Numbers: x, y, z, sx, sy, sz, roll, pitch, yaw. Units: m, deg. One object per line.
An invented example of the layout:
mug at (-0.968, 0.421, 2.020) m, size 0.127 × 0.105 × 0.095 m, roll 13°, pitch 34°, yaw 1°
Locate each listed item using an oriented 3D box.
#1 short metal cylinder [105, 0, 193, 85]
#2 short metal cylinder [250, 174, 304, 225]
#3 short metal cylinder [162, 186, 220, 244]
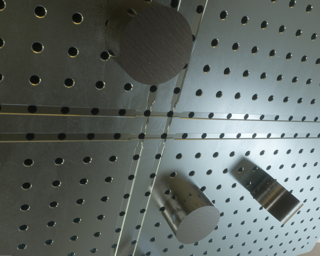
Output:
short metal cylinder at (-0.013, -0.093, 0.331) m, size 0.081 × 0.050 × 0.079 m, roll -14°, pitch 124°, yaw -21°
short metal cylinder at (0.215, 0.131, 0.574) m, size 0.050 × 0.080 × 0.080 m, roll -49°, pitch 129°, yaw 6°
short metal cylinder at (0.051, 0.143, 0.511) m, size 0.081 × 0.050 × 0.079 m, roll -14°, pitch 124°, yaw -21°
